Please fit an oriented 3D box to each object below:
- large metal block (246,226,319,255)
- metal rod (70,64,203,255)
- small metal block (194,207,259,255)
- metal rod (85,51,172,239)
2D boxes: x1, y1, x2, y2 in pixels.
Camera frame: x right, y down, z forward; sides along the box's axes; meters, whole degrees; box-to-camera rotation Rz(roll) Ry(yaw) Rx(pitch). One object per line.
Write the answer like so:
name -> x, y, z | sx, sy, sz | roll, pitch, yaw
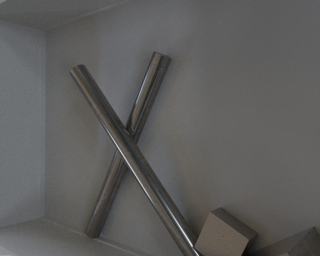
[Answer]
large metal block -> 0.108, 0.138, 0.281 | 0.080, 0.081, 0.050 | -41, 66, 32
metal rod -> -0.036, 0.037, 0.407 | 0.025, 0.025, 0.299 | -44, 73, 31
small metal block -> 0.073, 0.126, 0.345 | 0.050, 0.025, 0.050 | 31, 109, 35
metal rod -> -0.052, 0.036, 0.447 | 0.025, 0.025, 0.298 | 35, 111, 34
